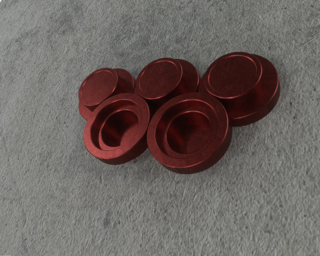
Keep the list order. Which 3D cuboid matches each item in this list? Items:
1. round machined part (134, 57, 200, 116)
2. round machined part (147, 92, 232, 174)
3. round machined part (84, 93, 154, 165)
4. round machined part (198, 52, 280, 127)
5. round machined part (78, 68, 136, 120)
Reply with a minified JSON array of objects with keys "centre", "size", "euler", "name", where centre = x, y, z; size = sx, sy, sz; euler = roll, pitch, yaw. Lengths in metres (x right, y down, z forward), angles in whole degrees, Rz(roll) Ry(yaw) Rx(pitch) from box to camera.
[{"centre":[0.006,-0.057,0.425],"size":[0.098,0.042,0.098],"euler":[-13,56,20],"name":"round machined part"},{"centre":[0.037,0.010,0.368],"size":[0.098,0.042,0.098],"euler":[-13,56,20],"name":"round machined part"},{"centre":[-0.049,0.005,0.416],"size":[0.098,0.042,0.098],"euler":[-13,56,20],"name":"round machined part"},{"centre":[0.093,-0.054,0.378],"size":[0.098,0.042,0.098],"euler":[-13,56,20],"name":"round machined part"},{"centre":[-0.083,-0.052,0.468],"size":[0.098,0.042,0.098],"euler":[-13,56,20],"name":"round machined part"}]
